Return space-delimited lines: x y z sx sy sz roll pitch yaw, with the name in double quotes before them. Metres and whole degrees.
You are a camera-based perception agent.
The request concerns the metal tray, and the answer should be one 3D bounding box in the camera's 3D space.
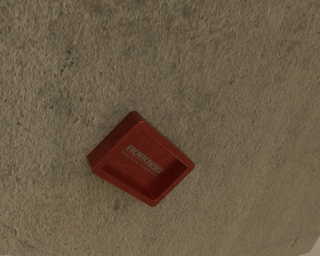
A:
"metal tray" -0.022 0.047 0.424 0.090 0.030 0.130 -46 130 3
